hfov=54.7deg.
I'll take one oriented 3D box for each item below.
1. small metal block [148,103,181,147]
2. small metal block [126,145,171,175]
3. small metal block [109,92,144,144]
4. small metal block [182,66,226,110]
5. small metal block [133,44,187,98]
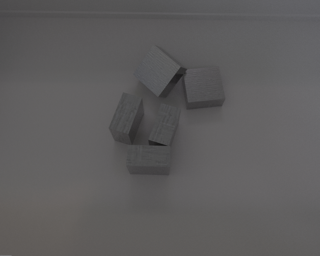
[{"bbox_3d":[0.006,0.004,0.395,0.025,0.050,0.050,17,71,6],"label":"small metal block"},{"bbox_3d":[-0.013,0.040,0.381,0.050,0.050,0.025,1,70,0],"label":"small metal block"},{"bbox_3d":[-0.042,-0.010,0.400,0.025,0.050,0.050,17,71,6],"label":"small metal block"},{"bbox_3d":[0.059,-0.055,0.430,0.050,0.025,0.050,-6,70,-3],"label":"small metal block"},{"bbox_3d":[0.000,-0.077,0.424,0.050,0.025,0.050,43,109,17],"label":"small metal block"}]
